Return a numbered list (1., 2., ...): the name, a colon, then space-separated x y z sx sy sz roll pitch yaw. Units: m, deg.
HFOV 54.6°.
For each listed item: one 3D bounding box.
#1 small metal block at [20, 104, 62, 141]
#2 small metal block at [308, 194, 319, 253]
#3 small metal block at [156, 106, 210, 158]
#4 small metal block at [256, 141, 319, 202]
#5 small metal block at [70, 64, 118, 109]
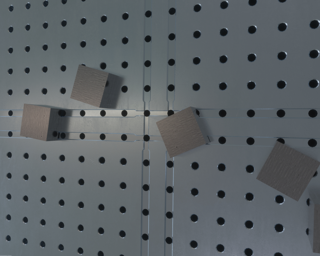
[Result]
1. small metal block: -0.184 -0.009 0.478 0.050 0.025 0.050 10 93 19
2. small metal block: 0.178 0.103 0.336 0.025 0.050 0.050 2 91 20
3. small metal block: 0.030 0.006 0.402 0.050 0.025 0.050 -25 82 18
4. small metal block: 0.148 0.048 0.360 0.050 0.025 0.050 29 99 17
5. small metal block: -0.095 -0.059 0.447 0.050 0.025 0.050 18 96 19
